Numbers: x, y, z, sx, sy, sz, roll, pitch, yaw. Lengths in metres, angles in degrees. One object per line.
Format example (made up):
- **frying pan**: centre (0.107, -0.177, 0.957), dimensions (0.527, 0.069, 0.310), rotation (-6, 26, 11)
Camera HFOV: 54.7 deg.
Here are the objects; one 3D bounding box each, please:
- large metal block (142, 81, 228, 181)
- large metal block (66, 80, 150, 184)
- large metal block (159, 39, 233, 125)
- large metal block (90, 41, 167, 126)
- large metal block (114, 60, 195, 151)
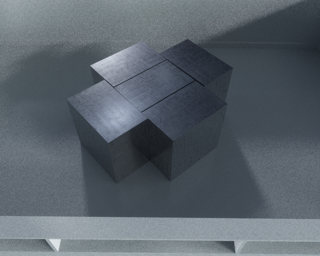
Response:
- **large metal block**: centre (0.027, 0.004, 0.366), dimensions (0.080, 0.080, 0.050), rotation (-33, 58, -25)
- **large metal block**: centre (-0.058, 0.004, 0.364), dimensions (0.050, 0.080, 0.080), rotation (-34, 58, -25)
- **large metal block**: centre (0.044, -0.059, 0.419), dimensions (0.050, 0.080, 0.080), rotation (-34, 58, -25)
- **large metal block**: centre (-0.039, -0.056, 0.414), dimensions (0.080, 0.080, 0.050), rotation (-33, 58, -25)
- **large metal block**: centre (-0.006, -0.026, 0.390), dimensions (0.080, 0.080, 0.050), rotation (-33, 58, -25)
